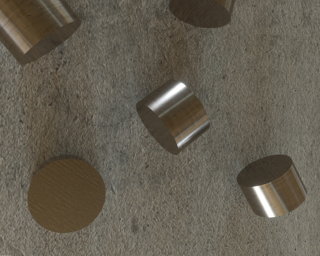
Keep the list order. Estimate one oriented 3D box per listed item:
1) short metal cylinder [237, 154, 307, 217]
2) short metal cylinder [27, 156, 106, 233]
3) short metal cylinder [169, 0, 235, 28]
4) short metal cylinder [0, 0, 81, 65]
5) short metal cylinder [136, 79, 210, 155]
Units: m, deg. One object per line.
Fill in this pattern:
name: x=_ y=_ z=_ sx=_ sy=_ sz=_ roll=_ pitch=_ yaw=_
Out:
short metal cylinder: x=0.157 y=0.080 z=0.438 sx=0.080 sy=0.080 sz=0.050 roll=-32 pitch=101 yaw=-17
short metal cylinder: x=-0.107 y=0.073 z=0.356 sx=0.081 sy=0.050 sz=0.080 roll=0 pitch=90 yaw=-20
short metal cylinder: x=0.057 y=-0.171 z=0.400 sx=0.081 sy=0.080 sz=0.050 roll=16 pitch=85 yaw=-19
short metal cylinder: x=-0.133 y=-0.112 z=0.331 sx=0.080 sy=0.080 sz=0.050 roll=-40 pitch=103 yaw=-16
short metal cylinder: x=0.015 y=-0.013 z=0.385 sx=0.050 sy=0.080 sz=0.080 roll=-38 pitch=102 yaw=-16
